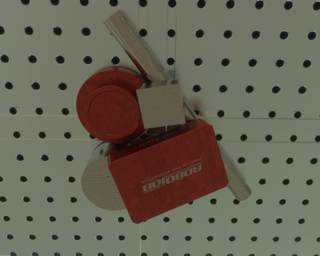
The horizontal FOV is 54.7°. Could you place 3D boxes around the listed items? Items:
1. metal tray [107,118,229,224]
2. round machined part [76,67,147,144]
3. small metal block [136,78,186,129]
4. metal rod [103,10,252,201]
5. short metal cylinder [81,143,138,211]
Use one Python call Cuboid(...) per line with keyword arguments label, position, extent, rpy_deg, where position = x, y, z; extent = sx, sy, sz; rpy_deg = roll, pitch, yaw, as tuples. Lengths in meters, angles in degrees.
Cuboid(label="metal tray", position=(0.011, 0.053, 0.385), extent=(0.131, 0.030, 0.090), rpy_deg=(-21, 110, -6))
Cuboid(label="round machined part", position=(-0.057, -0.024, 0.390), extent=(0.099, 0.042, 0.097), rpy_deg=(0, 110, 1))
Cuboid(label="small metal block", position=(0.003, -0.030, 0.373), extent=(0.050, 0.025, 0.050), rpy_deg=(-8, 113, 8))
Cuboid(label="metal rod", position=(0.032, -0.017, 0.403), extent=(0.025, 0.025, 0.300), rpy_deg=(-35, 107, 12))
Cuboid(label="short metal cylinder", position=(-0.060, 0.063, 0.418), extent=(0.081, 0.050, 0.079), rpy_deg=(0, 110, 0))
